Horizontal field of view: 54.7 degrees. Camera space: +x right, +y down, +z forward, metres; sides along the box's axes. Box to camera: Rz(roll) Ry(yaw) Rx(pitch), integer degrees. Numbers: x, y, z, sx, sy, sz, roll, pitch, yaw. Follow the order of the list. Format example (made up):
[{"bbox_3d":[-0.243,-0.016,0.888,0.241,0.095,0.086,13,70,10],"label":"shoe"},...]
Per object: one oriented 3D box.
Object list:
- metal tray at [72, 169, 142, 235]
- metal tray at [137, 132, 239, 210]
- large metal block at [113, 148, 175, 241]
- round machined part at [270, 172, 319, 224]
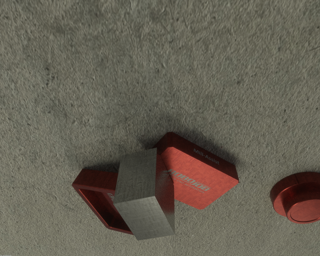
[{"bbox_3d":[-0.067,0.119,0.482,0.090,0.030,0.130,2,135,29],"label":"metal tray"},{"bbox_3d":[0.040,0.068,0.463,0.131,0.030,0.090,28,124,-23],"label":"metal tray"},{"bbox_3d":[-0.016,0.086,0.404,0.050,0.080,0.080,-13,127,12],"label":"large metal block"},{"bbox_3d":[0.234,0.119,0.501,0.099,0.042,0.097,-1,130,0],"label":"round machined part"}]
